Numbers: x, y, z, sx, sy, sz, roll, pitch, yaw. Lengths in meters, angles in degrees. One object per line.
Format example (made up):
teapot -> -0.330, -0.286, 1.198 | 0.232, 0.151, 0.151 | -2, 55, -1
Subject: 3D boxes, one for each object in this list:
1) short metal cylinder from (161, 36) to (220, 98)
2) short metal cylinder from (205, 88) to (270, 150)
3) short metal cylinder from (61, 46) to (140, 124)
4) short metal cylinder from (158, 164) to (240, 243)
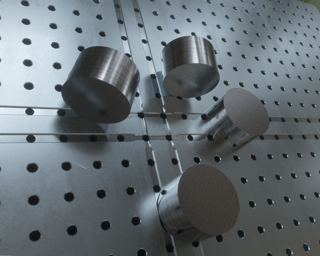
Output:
short metal cylinder -> 0.043, -0.087, 0.451 | 0.081, 0.080, 0.050 | 10, 58, -24
short metal cylinder -> 0.115, -0.013, 0.464 | 0.081, 0.050, 0.080 | 14, 56, -21
short metal cylinder -> -0.068, -0.049, 0.367 | 0.080, 0.080, 0.050 | 23, 53, -15
short metal cylinder -> 0.045, 0.089, 0.364 | 0.081, 0.050, 0.080 | 14, 56, -21
